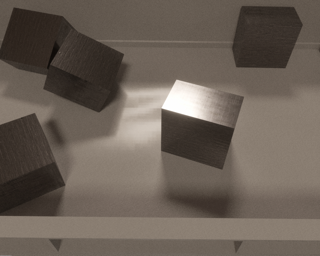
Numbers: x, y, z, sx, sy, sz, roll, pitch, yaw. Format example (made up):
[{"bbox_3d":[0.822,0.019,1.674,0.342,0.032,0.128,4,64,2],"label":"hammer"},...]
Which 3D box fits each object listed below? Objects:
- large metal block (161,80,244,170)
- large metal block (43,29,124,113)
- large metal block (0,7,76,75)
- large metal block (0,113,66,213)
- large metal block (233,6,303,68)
[{"bbox_3d":[0.048,-0.003,0.373,0.080,0.080,0.050,16,52,13],"label":"large metal block"},{"bbox_3d":[-0.105,-0.080,0.435,0.080,0.050,0.080,24,49,-15],"label":"large metal block"},{"bbox_3d":[-0.184,-0.128,0.471,0.080,0.050,0.080,13,84,10],"label":"large metal block"},{"bbox_3d":[-0.165,0.039,0.354,0.081,0.050,0.080,-23,54,-18],"label":"large metal block"},{"bbox_3d":[0.166,-0.143,0.492,0.081,0.080,0.050,1,50,0],"label":"large metal block"}]
